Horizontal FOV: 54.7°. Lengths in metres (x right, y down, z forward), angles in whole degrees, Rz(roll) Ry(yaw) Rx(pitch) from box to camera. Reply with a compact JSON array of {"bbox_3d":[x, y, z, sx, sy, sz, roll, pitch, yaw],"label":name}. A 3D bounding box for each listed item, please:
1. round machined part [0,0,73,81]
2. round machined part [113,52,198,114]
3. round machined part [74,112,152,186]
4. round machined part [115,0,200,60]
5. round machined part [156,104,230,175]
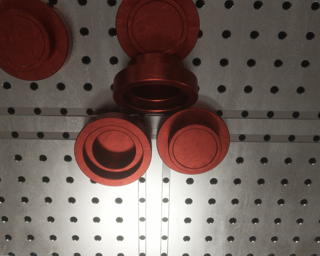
[{"bbox_3d":[-0.157,-0.103,0.364,0.099,0.042,0.097,0,110,-1],"label":"round machined part"},{"bbox_3d":[-0.005,-0.053,0.366,0.099,0.098,0.042,0,71,-1],"label":"round machined part"},{"bbox_3d":[-0.060,0.025,0.413,0.099,0.042,0.097,0,110,-1],"label":"round machined part"},{"bbox_3d":[-0.003,-0.118,0.361,0.099,0.042,0.097,0,110,-1],"label":"round machined part"},{"bbox_3d":[0.044,0.020,0.412,0.099,0.042,0.097,0,110,-1],"label":"round machined part"}]
